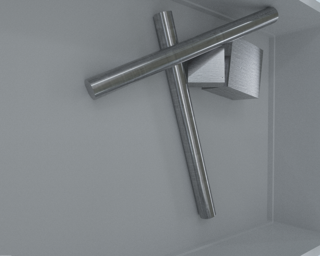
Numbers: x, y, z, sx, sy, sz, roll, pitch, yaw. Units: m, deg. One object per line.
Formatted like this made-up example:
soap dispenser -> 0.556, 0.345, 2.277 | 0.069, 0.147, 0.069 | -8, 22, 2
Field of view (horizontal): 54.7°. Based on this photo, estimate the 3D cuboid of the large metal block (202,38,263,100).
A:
large metal block -> 0.116, -0.093, 0.490 | 0.081, 0.050, 0.080 | 12, 83, -40

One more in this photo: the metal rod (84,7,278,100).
metal rod -> 0.045, -0.106, 0.404 | 0.302, 0.025, 0.025 | -27, 108, -24

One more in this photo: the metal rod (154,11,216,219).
metal rod -> 0.038, -0.010, 0.440 | 0.025, 0.025, 0.298 | -23, 105, -38

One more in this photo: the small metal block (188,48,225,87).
small metal block -> 0.065, -0.086, 0.442 | 0.050, 0.025, 0.050 | 1, 81, 3
